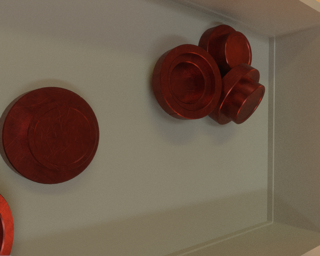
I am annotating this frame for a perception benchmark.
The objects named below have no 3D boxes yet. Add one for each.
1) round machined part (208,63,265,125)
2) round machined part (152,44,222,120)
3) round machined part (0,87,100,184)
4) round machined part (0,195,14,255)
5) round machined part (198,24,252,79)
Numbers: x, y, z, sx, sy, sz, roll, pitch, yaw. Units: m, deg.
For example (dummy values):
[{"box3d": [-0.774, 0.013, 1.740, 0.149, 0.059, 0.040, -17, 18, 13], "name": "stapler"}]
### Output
[{"box3d": [0.120, -0.044, 0.467, 0.099, 0.042, 0.097, -36, 149, -26], "name": "round machined part"}, {"box3d": [0.032, -0.059, 0.417, 0.099, 0.042, 0.097, 1, 88, -30], "name": "round machined part"}, {"box3d": [-0.104, 0.007, 0.310, 0.099, 0.042, 0.097, 0, 90, -40], "name": "round machined part"}, {"box3d": [-0.168, 0.091, 0.238, 0.098, 0.042, 0.097, -2, 90, -69], "name": "round machined part"}, {"box3d": [0.108, -0.114, 0.489, 0.099, 0.042, 0.097, 0, 90, -40], "name": "round machined part"}]
